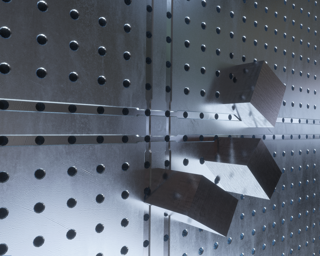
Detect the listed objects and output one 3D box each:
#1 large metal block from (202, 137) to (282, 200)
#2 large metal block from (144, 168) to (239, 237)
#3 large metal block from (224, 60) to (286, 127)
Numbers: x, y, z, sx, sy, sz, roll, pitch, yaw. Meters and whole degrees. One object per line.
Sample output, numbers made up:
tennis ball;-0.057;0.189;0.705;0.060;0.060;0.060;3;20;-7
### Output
large metal block;0.127;0.060;0.479;0.080;0.080;0.050;51;60;-28
large metal block;0.041;0.096;0.407;0.080;0.080;0.050;37;68;-34
large metal block;0.164;-0.055;0.528;0.080;0.050;0.080;36;68;-34
